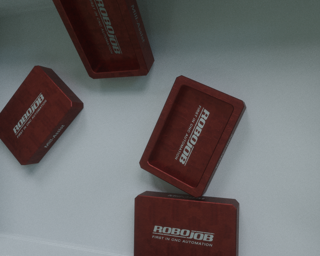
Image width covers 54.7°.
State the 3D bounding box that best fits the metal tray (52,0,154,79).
[{"bbox_3d":[-0.068,-0.125,0.388,0.090,0.030,0.129,0,134,21],"label":"metal tray"}]

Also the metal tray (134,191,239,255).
[{"bbox_3d":[0.032,0.133,0.396,0.130,0.030,0.089,1,90,20],"label":"metal tray"}]

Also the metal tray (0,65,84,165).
[{"bbox_3d":[-0.189,-0.018,0.475,0.090,0.030,0.130,46,104,14],"label":"metal tray"}]

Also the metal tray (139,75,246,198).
[{"bbox_3d":[0.040,0.010,0.393,0.090,0.030,0.129,26,99,18],"label":"metal tray"}]
